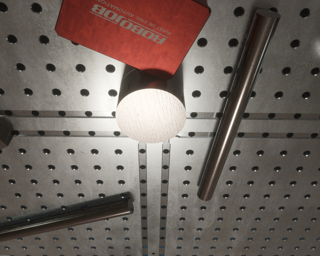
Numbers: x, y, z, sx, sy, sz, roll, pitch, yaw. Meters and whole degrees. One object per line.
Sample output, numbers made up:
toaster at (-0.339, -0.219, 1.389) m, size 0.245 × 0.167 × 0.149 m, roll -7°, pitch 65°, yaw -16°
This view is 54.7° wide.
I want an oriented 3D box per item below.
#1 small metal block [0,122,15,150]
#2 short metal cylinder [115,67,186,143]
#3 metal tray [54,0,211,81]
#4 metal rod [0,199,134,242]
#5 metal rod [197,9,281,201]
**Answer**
small metal block at (-0.237, 0.009, 0.416) m, size 0.050 × 0.025 × 0.050 m, roll -22°, pitch 127°, yaw 17°
short metal cylinder at (-0.010, -0.028, 0.372) m, size 0.081 × 0.050 × 0.079 m, roll 0°, pitch 130°, yaw 0°
metal tray at (-0.028, -0.112, 0.312) m, size 0.131 × 0.030 × 0.089 m, roll 20°, pitch 127°, yaw -17°
metal rod at (-0.191, 0.171, 0.554) m, size 0.301 × 0.025 × 0.025 m, roll -15°, pitch 129°, yaw 12°
metal rod at (0.091, -0.004, 0.409) m, size 0.025 × 0.025 × 0.298 m, roll 5°, pitch 130°, yaw -5°
